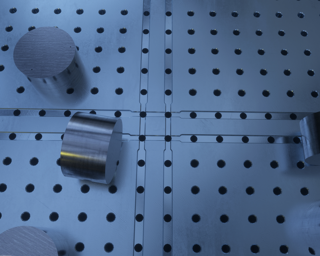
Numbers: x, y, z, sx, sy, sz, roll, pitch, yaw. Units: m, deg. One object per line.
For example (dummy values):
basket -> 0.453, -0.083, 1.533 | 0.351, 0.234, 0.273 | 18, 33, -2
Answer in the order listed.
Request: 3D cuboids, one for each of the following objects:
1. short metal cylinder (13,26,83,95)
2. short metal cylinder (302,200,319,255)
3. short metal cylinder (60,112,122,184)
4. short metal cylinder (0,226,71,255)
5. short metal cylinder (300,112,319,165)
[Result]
short metal cylinder -> -0.152, -0.092, 0.430 | 0.081, 0.050, 0.080 | 0, 70, -1
short metal cylinder -> 0.216, 0.118, 0.358 | 0.081, 0.050, 0.080 | 0, 70, 0
short metal cylinder -> -0.079, 0.023, 0.373 | 0.050, 0.080, 0.080 | 9, 70, 3
short metal cylinder -> -0.145, 0.151, 0.342 | 0.081, 0.050, 0.080 | 0, 70, 0
short metal cylinder -> 0.218, 0.013, 0.381 | 0.081, 0.080, 0.050 | 1, 70, 0
